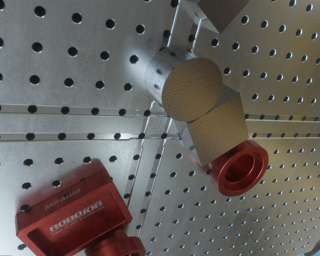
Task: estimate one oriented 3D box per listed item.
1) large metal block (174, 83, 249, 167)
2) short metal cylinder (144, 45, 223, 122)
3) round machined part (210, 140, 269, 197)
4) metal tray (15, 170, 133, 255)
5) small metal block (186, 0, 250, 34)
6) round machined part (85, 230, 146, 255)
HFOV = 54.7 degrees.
[{"bbox_3d":[0.069,-0.006,0.429,0.080,0.050,0.080,-31,129,-9],"label":"large metal block"},{"bbox_3d":[0.028,-0.054,0.376,0.081,0.050,0.079,-14,124,-21],"label":"short metal cylinder"},{"bbox_3d":[0.124,0.060,0.505,0.099,0.042,0.097,-14,124,-21],"label":"round machined part"},{"bbox_3d":[-0.113,0.124,0.422,0.131,0.030,0.090,-28,128,-11],"label":"metal tray"},{"bbox_3d":[0.067,-0.147,0.357,0.050,0.025,0.050,-48,129,6],"label":"small metal block"},{"bbox_3d":[-0.074,0.191,0.466,0.099,0.042,0.097,-24,146,-17],"label":"round machined part"}]
